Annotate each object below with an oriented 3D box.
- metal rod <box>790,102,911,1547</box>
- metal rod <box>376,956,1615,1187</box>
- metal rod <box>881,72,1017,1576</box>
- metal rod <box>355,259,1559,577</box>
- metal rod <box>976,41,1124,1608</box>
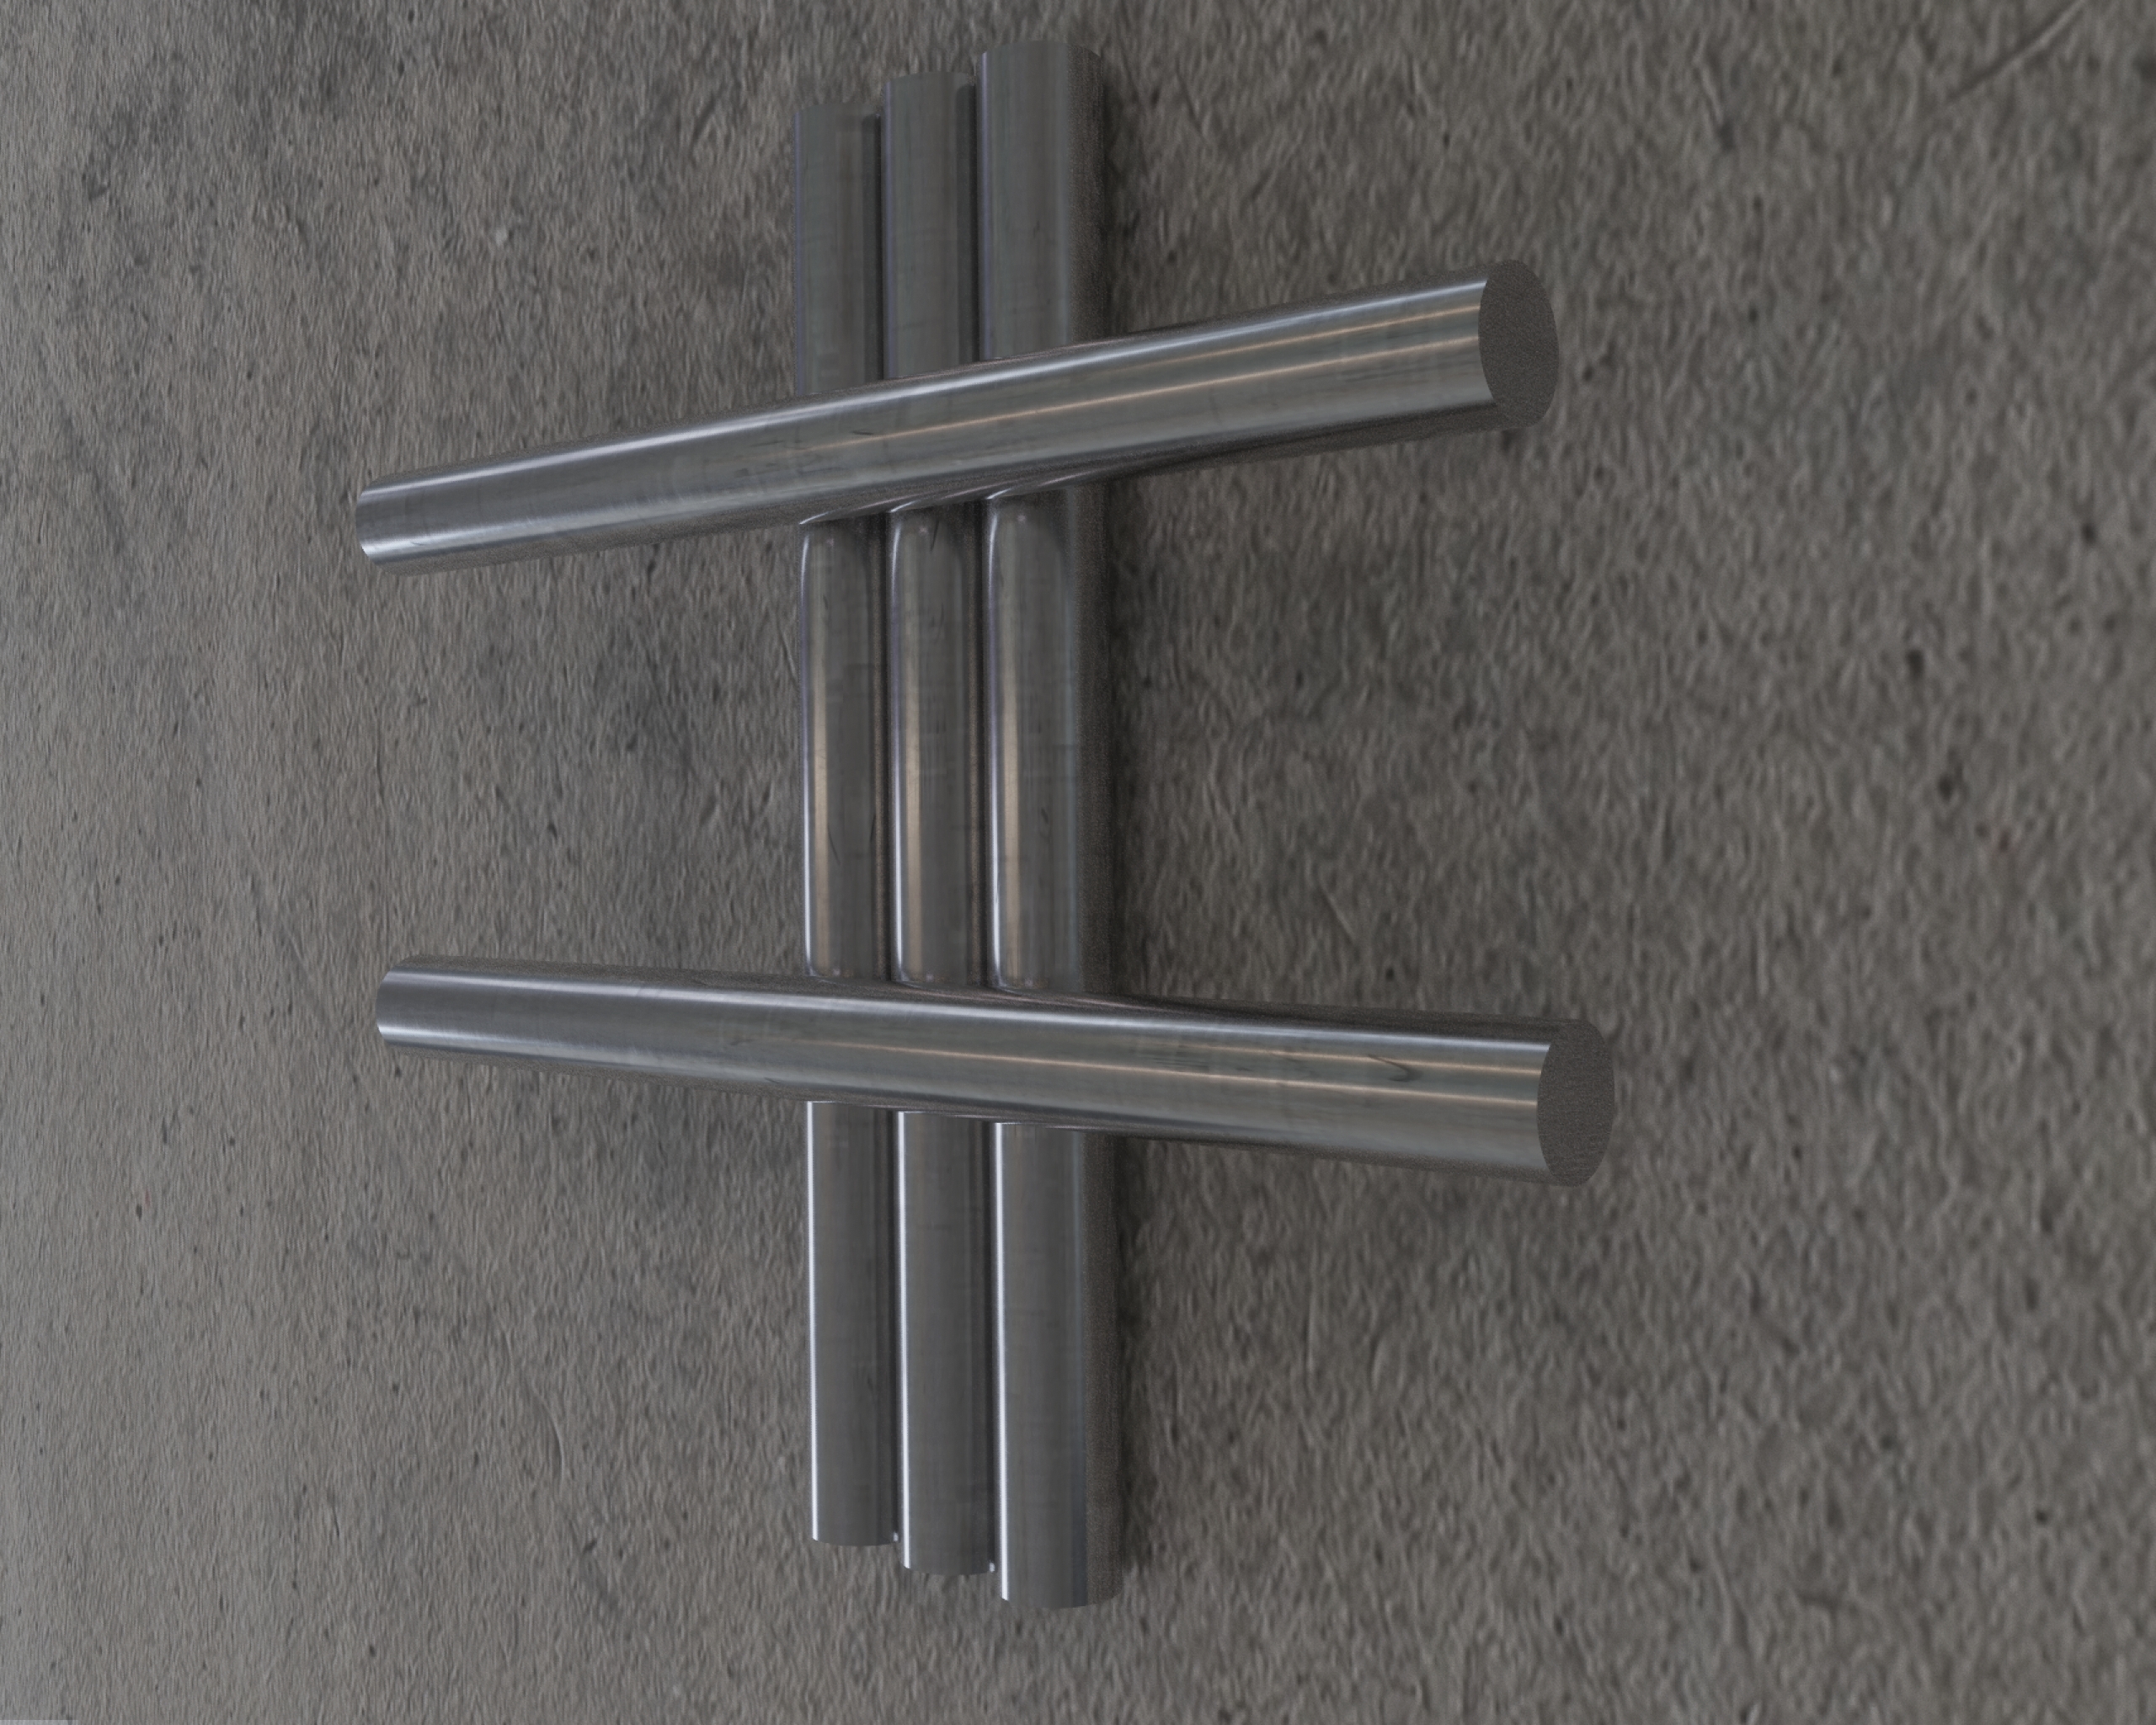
[{"bbox_3d":[-0.047,-0.008,0.443,0.025,0.025,0.298,-1,89,40],"label":"metal rod"},{"bbox_3d":[-0.042,0.035,0.405,0.300,0.025,0.025,0,90,40],"label":"metal rod"},{"bbox_3d":[-0.026,-0.008,0.426,0.025,0.025,0.298,-1,89,40],"label":"metal rod"},{"bbox_3d":[-0.049,-0.080,0.411,0.300,0.025,0.025,1,91,40],"label":"metal rod"},{"bbox_3d":[-0.006,-0.008,0.409,0.025,0.025,0.298,-1,89,40],"label":"metal rod"}]
